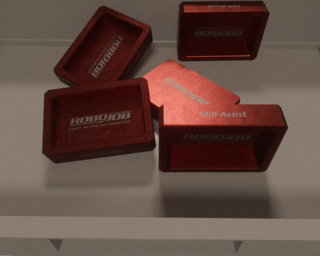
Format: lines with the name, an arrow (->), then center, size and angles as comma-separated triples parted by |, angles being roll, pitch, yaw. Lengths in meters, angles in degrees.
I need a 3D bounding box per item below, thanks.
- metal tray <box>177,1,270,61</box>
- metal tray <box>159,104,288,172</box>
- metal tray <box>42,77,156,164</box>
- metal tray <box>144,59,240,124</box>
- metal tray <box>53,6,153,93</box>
metal tray -> 0.095, -0.152, 0.491 | 0.131, 0.089, 0.030 | -1, 50, -2
metal tray -> 0.064, 0.014, 0.351 | 0.131, 0.089, 0.030 | 0, 50, -1
metal tray -> -0.075, -0.010, 0.386 | 0.131, 0.030, 0.090 | -8, 66, 0
metal tray -> 0.033, -0.040, 0.436 | 0.130, 0.030, 0.090 | 35, 58, 25
metal tray -> -0.081, -0.109, 0.457 | 0.090, 0.030, 0.130 | 27, 75, 11
